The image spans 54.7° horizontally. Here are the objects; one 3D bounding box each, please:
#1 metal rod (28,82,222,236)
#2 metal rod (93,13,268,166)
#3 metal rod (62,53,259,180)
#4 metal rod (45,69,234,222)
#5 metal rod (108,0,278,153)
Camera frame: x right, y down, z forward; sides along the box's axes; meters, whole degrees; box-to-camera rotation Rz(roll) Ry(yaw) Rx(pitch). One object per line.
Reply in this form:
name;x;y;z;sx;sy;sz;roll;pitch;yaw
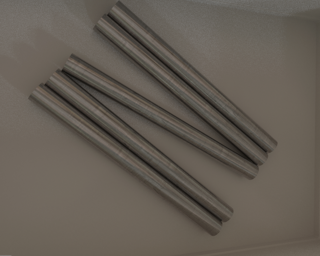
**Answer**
metal rod;-0.032;0.049;0.397;0.301;0.025;0.025;40;78;-16
metal rod;0.039;-0.042;0.423;0.301;0.025;0.025;38;78;-16
metal rod;0.013;-0.006;0.414;0.301;0.025;0.025;30;80;-18
metal rod;-0.015;0.032;0.404;0.301;0.025;0.025;40;78;-16
metal rod;0.055;-0.061;0.429;0.301;0.025;0.025;38;78;-16
